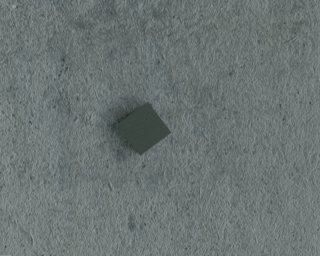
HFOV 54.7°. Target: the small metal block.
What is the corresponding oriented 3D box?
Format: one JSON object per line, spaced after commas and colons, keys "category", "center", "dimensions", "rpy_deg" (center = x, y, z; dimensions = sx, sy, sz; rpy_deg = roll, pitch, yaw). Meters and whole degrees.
{"category": "small metal block", "center": [-0.020, 0.001, 0.411], "dimensions": [0.050, 0.025, 0.050], "rpy_deg": [-37, 90, 0]}
